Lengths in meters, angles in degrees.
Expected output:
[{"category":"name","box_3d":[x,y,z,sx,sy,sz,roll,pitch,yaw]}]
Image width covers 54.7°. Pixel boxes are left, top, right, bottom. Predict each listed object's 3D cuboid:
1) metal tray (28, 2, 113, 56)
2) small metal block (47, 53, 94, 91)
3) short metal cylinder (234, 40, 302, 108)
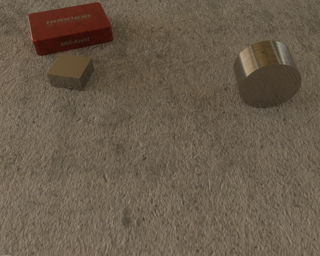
[{"category":"metal tray","box_3d":[-0.158,-0.178,0.548,0.131,0.030,0.090,-16,52,-13]},{"category":"small metal block","box_3d":[-0.135,-0.086,0.474,0.050,0.025,0.050,10,51,8]},{"category":"short metal cylinder","box_3d":[0.147,-0.073,0.430,0.081,0.080,0.050,0,50,-1]}]
